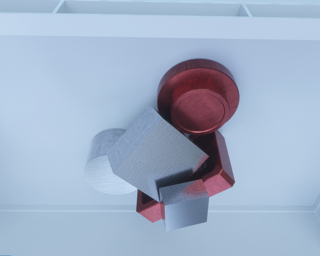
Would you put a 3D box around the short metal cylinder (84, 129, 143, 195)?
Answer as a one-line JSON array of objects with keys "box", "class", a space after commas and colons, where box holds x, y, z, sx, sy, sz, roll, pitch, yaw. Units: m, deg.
[{"box": [-0.060, 0.048, 0.430, 0.081, 0.050, 0.079, 0, 130, 0], "class": "short metal cylinder"}]

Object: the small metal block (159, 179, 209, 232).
[{"box": [0.028, 0.090, 0.359, 0.050, 0.025, 0.050, -10, 130, -9], "class": "small metal block"}]

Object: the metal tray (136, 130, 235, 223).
[{"box": [0.029, 0.061, 0.416, 0.130, 0.090, 0.030, -31, 123, 23], "class": "metal tray"}]

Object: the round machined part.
[{"box": [0.046, -0.029, 0.371, 0.099, 0.042, 0.097, -1, 130, 0], "class": "round machined part"}]

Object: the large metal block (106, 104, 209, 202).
[{"box": [-0.004, 0.032, 0.371, 0.080, 0.050, 0.080, 39, 95, -28], "class": "large metal block"}]
